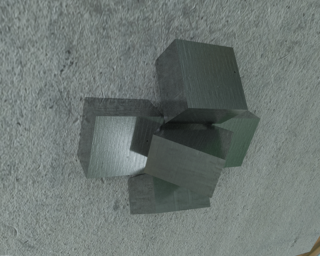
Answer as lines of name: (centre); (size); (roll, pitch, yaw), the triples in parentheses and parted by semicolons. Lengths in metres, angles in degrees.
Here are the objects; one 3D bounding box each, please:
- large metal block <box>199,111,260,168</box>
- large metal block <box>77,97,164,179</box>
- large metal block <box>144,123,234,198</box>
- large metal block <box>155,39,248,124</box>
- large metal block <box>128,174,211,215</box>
large metal block: (0.083, 0.010, 0.442); (0.081, 0.050, 0.079); (0, 119, -29)
large metal block: (-0.049, 0.010, 0.373); (0.081, 0.050, 0.079); (-1, 119, -29)
large metal block: (0.037, 0.028, 0.369); (0.080, 0.080, 0.050); (19, 116, 11)
large metal block: (0.047, -0.051, 0.361); (0.081, 0.080, 0.050); (0, 162, -28)
large metal block: (0.010, 0.089, 0.427); (0.081, 0.080, 0.050); (2, 75, -29)
